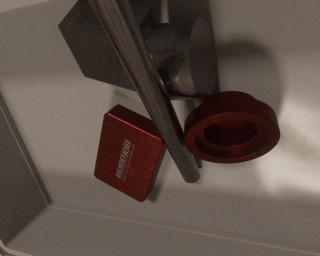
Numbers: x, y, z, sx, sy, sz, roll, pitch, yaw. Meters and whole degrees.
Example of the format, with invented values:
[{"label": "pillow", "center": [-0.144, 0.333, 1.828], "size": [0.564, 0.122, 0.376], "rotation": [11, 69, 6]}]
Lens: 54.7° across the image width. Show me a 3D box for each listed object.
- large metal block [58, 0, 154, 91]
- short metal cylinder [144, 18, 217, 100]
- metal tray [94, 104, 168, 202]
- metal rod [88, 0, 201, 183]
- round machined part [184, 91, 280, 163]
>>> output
[{"label": "large metal block", "center": [-0.050, -0.090, 0.341], "size": [0.080, 0.050, 0.080], "rotation": [18, 155, 17]}, {"label": "short metal cylinder", "center": [0.022, -0.068, 0.318], "size": [0.050, 0.080, 0.079], "rotation": [1, 119, 27]}, {"label": "metal tray", "center": [-0.044, 0.040, 0.452], "size": [0.090, 0.030, 0.129], "rotation": [26, 128, 11]}, {"label": "metal rod", "center": [0.002, -0.017, 0.309], "size": [0.025, 0.025, 0.299], "rotation": [8, 150, 24]}, {"label": "round machined part", "center": [0.076, -0.003, 0.337], "size": [0.099, 0.042, 0.098], "rotation": [2, 145, 1]}]
